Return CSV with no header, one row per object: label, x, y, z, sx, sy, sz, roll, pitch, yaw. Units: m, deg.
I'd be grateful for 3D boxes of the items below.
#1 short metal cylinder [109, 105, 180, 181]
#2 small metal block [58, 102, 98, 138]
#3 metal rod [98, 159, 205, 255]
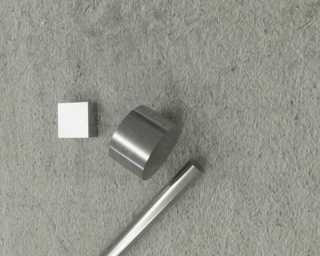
short metal cylinder,-0.018,0.018,0.386,0.050,0.080,0.080,32,100,17
small metal block,-0.119,-0.011,0.451,0.050,0.025,0.050,-1,90,20
metal rod,-0.049,0.157,0.426,0.025,0.025,0.299,45,104,14
